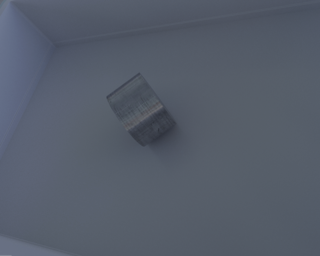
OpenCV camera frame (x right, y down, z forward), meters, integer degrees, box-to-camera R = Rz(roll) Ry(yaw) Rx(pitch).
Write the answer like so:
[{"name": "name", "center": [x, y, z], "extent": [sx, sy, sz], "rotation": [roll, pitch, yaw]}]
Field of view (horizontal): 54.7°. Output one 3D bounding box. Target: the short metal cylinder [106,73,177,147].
[{"name": "short metal cylinder", "center": [-0.022, -0.023, 0.392], "extent": [0.050, 0.080, 0.080], "rotation": [-36, 51, 4]}]
